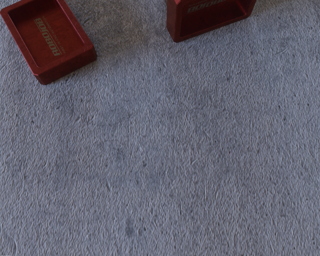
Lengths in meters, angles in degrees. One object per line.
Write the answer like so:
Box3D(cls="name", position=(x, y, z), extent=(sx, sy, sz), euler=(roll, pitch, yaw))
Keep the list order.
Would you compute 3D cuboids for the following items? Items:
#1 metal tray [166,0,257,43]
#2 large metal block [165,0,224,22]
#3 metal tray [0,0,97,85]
Box3D(cls="metal tray", position=(0.075, -0.178, 0.439), extent=(0.131, 0.090, 0.030), euler=(-22, 72, -8))
Box3D(cls="large metal block", position=(0.047, -0.220, 0.476), extent=(0.081, 0.050, 0.080), euler=(-16, 71, -6))
Box3D(cls="metal tray", position=(-0.163, -0.137, 0.454), extent=(0.090, 0.030, 0.130), euler=(-30, 73, -11))
